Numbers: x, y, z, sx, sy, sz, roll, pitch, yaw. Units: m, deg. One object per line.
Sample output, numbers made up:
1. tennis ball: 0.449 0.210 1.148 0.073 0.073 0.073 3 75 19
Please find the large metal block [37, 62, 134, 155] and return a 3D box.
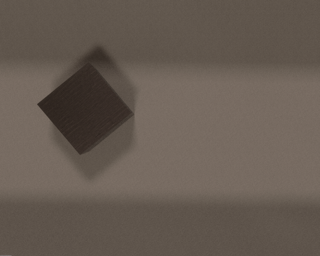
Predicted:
1. large metal block: -0.091 -0.024 0.398 0.080 0.050 0.080 -40 91 0
